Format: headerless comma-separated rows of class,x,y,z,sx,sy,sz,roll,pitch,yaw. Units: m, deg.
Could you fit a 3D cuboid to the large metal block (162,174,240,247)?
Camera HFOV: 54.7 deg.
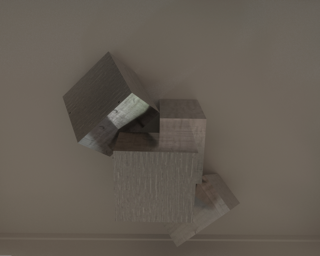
large metal block,0.053,0.105,0.412,0.080,0.080,0.050,-39,71,13

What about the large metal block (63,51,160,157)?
large metal block,-0.059,-0.028,0.362,0.080,0.080,0.050,-41,140,13

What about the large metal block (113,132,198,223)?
large metal block,-0.005,0.051,0.329,0.081,0.050,0.079,2,110,-1

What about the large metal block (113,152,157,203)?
large metal block,-0.029,0.059,0.402,0.050,0.080,0.079,1,110,-1

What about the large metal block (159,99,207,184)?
large metal block,0.024,0.014,0.384,0.050,0.080,0.079,1,110,-1
